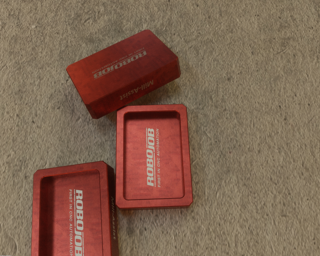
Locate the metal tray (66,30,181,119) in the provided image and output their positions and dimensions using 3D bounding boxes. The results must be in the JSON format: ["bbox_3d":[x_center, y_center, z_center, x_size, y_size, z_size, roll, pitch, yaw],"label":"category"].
[{"bbox_3d":[-0.050,-0.076,0.416,0.131,0.030,0.090,-28,51,-10],"label":"metal tray"}]

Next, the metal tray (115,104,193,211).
[{"bbox_3d":[-0.009,0.035,0.392,0.091,0.030,0.130,-2,70,-1],"label":"metal tray"}]

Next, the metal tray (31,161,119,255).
[{"bbox_3d":[-0.098,0.109,0.358,0.090,0.030,0.130,-8,70,5],"label":"metal tray"}]
